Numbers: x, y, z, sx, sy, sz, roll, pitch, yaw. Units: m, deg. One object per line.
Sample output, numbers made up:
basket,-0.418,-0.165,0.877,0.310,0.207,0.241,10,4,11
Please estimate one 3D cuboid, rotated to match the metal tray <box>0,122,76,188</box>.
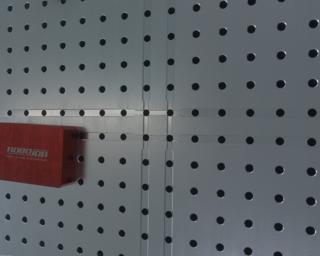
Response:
metal tray,-0.195,0.039,0.479,0.130,0.030,0.089,3,91,19
